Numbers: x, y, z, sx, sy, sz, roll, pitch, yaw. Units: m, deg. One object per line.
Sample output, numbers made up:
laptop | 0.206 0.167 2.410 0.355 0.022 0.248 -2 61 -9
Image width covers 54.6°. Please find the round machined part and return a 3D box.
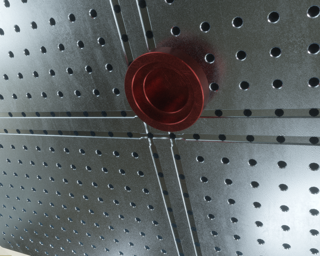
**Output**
round machined part | 0.011 -0.047 0.366 0.098 0.042 0.097 13 124 21
